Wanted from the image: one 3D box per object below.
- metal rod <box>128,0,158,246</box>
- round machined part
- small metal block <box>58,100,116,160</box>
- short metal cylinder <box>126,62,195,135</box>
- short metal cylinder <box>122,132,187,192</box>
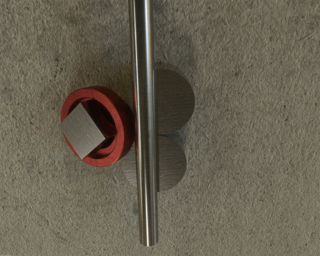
[{"bbox_3d":[-0.017,0.009,0.361,0.025,0.025,0.298,-1,110,0],"label":"metal rod"},{"bbox_3d":[-0.072,-0.004,0.386,0.098,0.042,0.097,9,110,27],"label":"round machined part"},{"bbox_3d":[-0.085,0.001,0.367,0.050,0.025,0.050,-38,85,32],"label":"small metal block"},{"bbox_3d":[0.001,-0.038,0.384,0.081,0.050,0.079,0,110,0],"label":"short metal cylinder"},{"bbox_3d":[-0.007,0.038,0.411,0.081,0.050,0.079,0,109,0],"label":"short metal cylinder"}]
